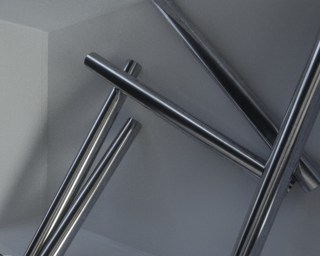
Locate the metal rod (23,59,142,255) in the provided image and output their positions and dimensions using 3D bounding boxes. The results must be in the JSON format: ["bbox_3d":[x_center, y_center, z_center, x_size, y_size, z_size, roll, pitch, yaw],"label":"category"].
[{"bbox_3d":[-0.101,0.042,0.414,0.025,0.025,0.299,18,77,38],"label":"metal rod"}]

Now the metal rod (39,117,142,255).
[{"bbox_3d":[-0.108,0.115,0.393,0.025,0.025,0.300,15,66,39],"label":"metal rod"}]

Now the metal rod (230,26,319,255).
[{"bbox_3d":[0.110,0.033,0.281,0.025,0.025,0.298,26,104,37],"label":"metal rod"}]

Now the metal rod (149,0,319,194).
[{"bbox_3d":[0.071,-0.060,0.348,0.025,0.025,0.299,-48,62,29],"label":"metal rod"}]

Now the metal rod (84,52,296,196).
[{"bbox_3d":[0.016,-0.017,0.367,0.300,0.025,0.025,35,112,25],"label":"metal rod"}]
